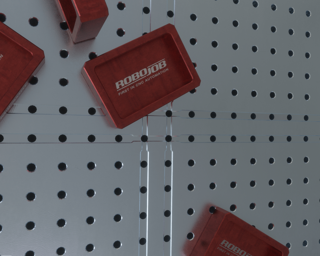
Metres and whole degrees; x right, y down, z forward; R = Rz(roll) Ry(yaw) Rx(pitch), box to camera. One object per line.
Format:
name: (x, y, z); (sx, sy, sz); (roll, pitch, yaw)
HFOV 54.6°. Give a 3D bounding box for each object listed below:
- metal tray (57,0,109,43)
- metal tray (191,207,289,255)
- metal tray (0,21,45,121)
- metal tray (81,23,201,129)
metal tray: (-0.101, -0.170, 0.340); (0.030, 0.090, 0.129); (-23, 98, -18)
metal tray: (0.118, 0.186, 0.453); (0.130, 0.030, 0.090); (34, 79, -17)
metal tray: (-0.200, -0.054, 0.335); (0.090, 0.030, 0.130); (35, 79, -17)
metal tray: (-0.022, -0.067, 0.401); (0.131, 0.030, 0.090); (-30, 100, -18)
